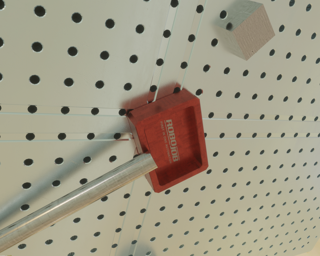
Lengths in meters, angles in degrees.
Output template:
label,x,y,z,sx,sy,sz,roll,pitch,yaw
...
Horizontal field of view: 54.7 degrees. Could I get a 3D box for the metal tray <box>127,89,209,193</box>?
label,x,y,z,sx,sy,sz,roll,pitch,yaw
metal tray,0.016,0.021,0.429,0.091,0.030,0.129,-24,127,-14

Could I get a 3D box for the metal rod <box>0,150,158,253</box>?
label,x,y,z,sx,sy,sz,roll,pitch,yaw
metal rod,-0.141,0.110,0.382,0.301,0.025,0.025,-28,129,-3

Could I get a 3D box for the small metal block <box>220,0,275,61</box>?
label,x,y,z,sx,sy,sz,roll,pitch,yaw
small metal block,0.113,-0.124,0.396,0.050,0.025,0.050,-42,130,1
